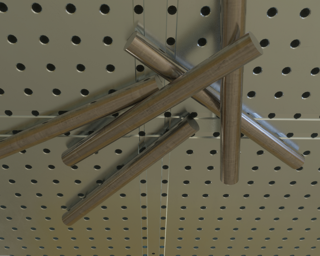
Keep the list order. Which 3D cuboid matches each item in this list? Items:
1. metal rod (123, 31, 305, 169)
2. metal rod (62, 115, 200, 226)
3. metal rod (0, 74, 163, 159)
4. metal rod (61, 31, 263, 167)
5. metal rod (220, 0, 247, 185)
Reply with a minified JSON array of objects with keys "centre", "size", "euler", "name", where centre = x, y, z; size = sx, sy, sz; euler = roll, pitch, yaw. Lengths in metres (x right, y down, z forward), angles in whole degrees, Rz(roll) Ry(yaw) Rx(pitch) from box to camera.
[{"centre":[0.085,-0.022,0.394],"size":[0.301,0.025,0.025],"euler":[31,123,-25],"name":"metal rod"},{"centre":[-0.059,0.077,0.476],"size":[0.025,0.025,0.299],"euler":[35,121,-27],"name":"metal rod"},{"centre":[-0.136,-0.002,0.408],"size":[0.301,0.025,0.025],"euler":[-20,128,16],"name":"metal rod"},{"centre":[-0.021,-0.018,0.368],"size":[0.299,0.025,0.025],"euler":[-29,125,32],"name":"metal rod"},{"centre":[0.079,-0.056,0.341],"size":[0.025,0.025,0.298],"euler":[-5,123,3],"name":"metal rod"}]
